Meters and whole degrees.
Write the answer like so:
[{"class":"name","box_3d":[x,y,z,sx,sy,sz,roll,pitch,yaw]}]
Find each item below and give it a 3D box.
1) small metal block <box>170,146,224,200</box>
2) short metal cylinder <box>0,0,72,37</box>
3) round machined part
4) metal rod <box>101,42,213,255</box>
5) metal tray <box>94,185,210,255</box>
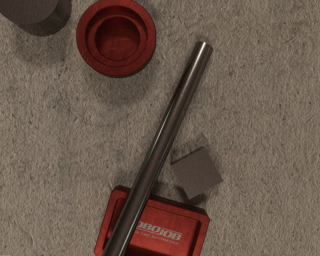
[{"class":"small metal block","box_3d":[0.048,0.058,0.411,0.050,0.025,0.050,-29,90,-1]},{"class":"short metal cylinder","box_3d":[-0.160,-0.164,0.395,0.081,0.050,0.079,0,90,-1]},{"class":"round machined part","box_3d":[-0.054,-0.113,0.401,0.099,0.042,0.097,0,90,-1]},{"class":"metal rod","box_3d":[-0.001,0.027,0.388,0.025,0.025,0.299,24,81,-1]},{"class":"metal tray","box_3d":[-0.010,0.137,0.407,0.131,0.030,0.090,16,90,-1]}]
